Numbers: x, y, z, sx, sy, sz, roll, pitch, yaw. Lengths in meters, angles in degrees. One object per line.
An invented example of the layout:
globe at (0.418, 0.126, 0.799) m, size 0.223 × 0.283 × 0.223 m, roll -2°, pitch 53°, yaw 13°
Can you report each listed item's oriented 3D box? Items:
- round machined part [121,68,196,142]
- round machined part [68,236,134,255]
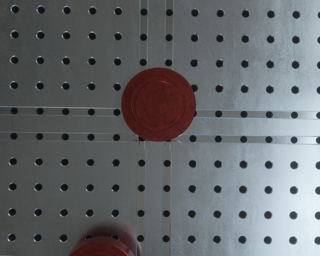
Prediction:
round machined part at (-0.002, -0.031, 0.405) m, size 0.099 × 0.042 × 0.097 m, roll 0°, pitch 90°, yaw -1°
round machined part at (-0.077, 0.190, 0.404) m, size 0.099 × 0.042 × 0.097 m, roll 0°, pitch 90°, yaw -1°
